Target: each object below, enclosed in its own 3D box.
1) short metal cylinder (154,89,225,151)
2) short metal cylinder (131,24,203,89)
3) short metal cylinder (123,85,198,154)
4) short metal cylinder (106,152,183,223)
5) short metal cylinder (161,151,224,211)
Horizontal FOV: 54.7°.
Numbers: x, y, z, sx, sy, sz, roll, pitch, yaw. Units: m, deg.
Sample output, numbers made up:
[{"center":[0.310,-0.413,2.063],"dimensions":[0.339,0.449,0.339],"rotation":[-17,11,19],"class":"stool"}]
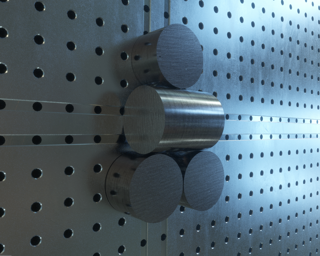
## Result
[{"center":[0.037,-0.010,0.407],"dimensions":[0.050,0.080,0.079],"rotation":[1,90,-40],"class":"short metal cylinder"},{"center":[0.010,-0.089,0.403],"dimensions":[0.081,0.050,0.079],"rotation":[0,90,-40],"class":"short metal cylinder"},{"center":[-0.001,-0.010,0.375],"dimensions":[0.050,0.080,0.079],"rotation":[1,90,-40],"class":"short metal cylinder"},{"center":[-0.018,0.070,0.378],"dimensions":[0.081,0.050,0.079],"rotation":[0,90,-40],"class":"short metal cylinder"},{"center":[0.044,0.070,0.430],"dimensions":[0.081,0.050,0.079],"rotation":[0,90,-40],"class":"short metal cylinder"}]
